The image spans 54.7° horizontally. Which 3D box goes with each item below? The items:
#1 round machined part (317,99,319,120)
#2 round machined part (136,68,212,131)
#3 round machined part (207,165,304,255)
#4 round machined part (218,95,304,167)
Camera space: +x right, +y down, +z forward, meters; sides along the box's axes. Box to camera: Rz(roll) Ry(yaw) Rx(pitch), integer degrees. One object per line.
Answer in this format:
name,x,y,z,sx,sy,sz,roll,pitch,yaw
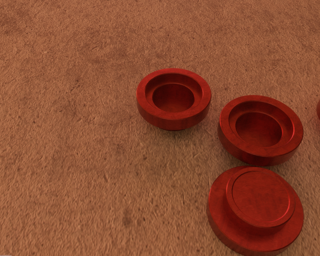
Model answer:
round machined part,0.256,-0.013,0.405,0.099,0.042,0.098,0,50,0
round machined part,0.018,-0.034,0.421,0.099,0.042,0.098,0,50,0
round machined part,0.101,0.080,0.325,0.099,0.042,0.098,0,50,0
round machined part,0.121,0.007,0.387,0.099,0.042,0.098,0,50,0
